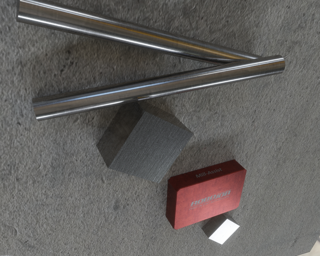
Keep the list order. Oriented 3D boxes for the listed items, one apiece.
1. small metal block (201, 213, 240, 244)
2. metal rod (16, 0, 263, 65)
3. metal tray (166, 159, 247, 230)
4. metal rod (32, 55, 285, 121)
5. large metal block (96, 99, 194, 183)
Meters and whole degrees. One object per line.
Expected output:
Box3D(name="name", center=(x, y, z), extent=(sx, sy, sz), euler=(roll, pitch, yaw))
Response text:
Box3D(name="small metal block", center=(0.116, 0.189, 0.590), extent=(0.050, 0.025, 0.050), euler=(-48, 129, 5))
Box3D(name="metal rod", center=(0.005, -0.097, 0.350), extent=(0.302, 0.025, 0.025), euler=(4, 116, -31))
Box3D(name="metal tray", center=(0.076, 0.110, 0.516), extent=(0.131, 0.030, 0.089), euler=(-12, 124, -22))
Box3D(name="metal rod", center=(0.012, -0.051, 0.364), extent=(0.302, 0.025, 0.025), euler=(-13, 124, -15))
Box3D(name="large metal block", center=(-0.019, 0.015, 0.391), extent=(0.080, 0.050, 0.080), euler=(24, 105, -37))
